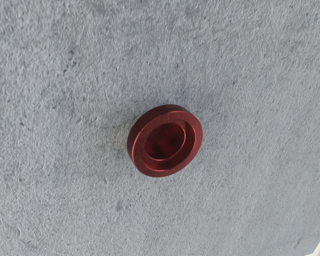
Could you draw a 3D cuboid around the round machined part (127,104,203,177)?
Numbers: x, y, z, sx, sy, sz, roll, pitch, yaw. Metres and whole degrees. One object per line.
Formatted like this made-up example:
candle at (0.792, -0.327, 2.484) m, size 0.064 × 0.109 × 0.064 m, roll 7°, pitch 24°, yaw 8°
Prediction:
round machined part at (0.003, 0.013, 0.404) m, size 0.099 × 0.042 × 0.097 m, roll -14°, pitch 124°, yaw -21°
